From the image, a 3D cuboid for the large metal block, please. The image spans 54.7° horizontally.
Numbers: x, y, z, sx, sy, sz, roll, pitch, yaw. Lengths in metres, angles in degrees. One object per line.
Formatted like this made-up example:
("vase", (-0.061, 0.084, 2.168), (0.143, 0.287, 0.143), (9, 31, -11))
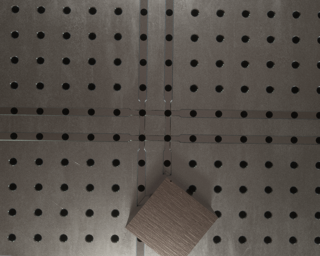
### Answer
("large metal block", (0.014, 0.115, 0.401), (0.080, 0.050, 0.080), (39, 90, -1))
